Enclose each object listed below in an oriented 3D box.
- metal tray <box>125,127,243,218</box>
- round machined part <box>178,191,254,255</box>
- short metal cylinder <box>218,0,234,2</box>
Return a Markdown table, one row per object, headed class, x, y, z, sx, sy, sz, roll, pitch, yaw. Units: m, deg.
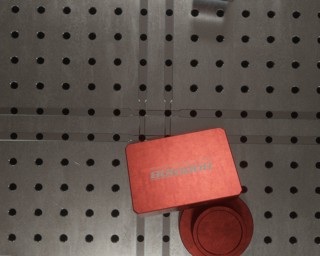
| class | x | y | z | sx | sy | sz | roll | pitch | yaw |
| --- | --- | --- | --- | --- | --- | --- | --- | --- | --- |
| metal tray | 0.027 | 0.056 | 0.393 | 0.131 | 0.030 | 0.090 | -11 | 64 | -1 |
| round machined part | 0.074 | 0.130 | 0.406 | 0.099 | 0.042 | 0.097 | 0 | 90 | -1 |
| short metal cylinder | 0.074 | -0.203 | 0.387 | 0.050 | 0.080 | 0.080 | 9 | 90 | 0 |
